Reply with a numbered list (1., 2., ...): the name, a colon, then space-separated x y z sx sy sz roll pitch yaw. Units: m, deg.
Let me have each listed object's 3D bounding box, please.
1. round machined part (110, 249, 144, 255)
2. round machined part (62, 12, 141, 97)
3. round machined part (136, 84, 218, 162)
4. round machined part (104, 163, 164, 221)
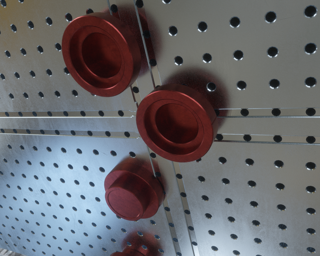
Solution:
1. round machined part: -0.056 0.274 0.597 0.098 0.042 0.097 13 124 20
2. round machined part: -0.066 -0.090 0.378 0.098 0.042 0.097 13 124 20
3. round machined part: 0.024 -0.009 0.381 0.098 0.042 0.097 13 124 20
4. round machined part: -0.047 0.107 0.490 0.098 0.042 0.097 13 124 20
